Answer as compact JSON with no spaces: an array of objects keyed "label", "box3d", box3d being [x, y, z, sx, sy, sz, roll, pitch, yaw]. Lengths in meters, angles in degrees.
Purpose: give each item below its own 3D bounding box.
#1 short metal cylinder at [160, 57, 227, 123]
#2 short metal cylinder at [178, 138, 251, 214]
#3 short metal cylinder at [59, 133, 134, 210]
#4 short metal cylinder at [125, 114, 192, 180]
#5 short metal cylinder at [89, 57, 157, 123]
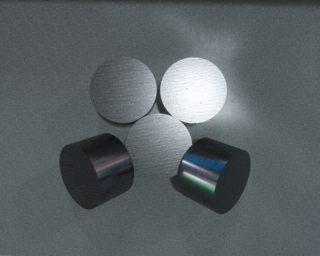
[{"label":"short metal cylinder","box3d":[0.040,-0.046,0.398,0.081,0.050,0.079,0,90,-1]},{"label":"short metal cylinder","box3d":[0.067,0.057,0.377,0.050,0.080,0.080,21,90,39]},{"label":"short metal cylinder","box3d":[-0.077,0.051,0.376,0.050,0.080,0.080,-20,91,-45]},{"label":"short metal cylinder","box3d":[-0.002,0.022,0.396,0.081,0.050,0.079,0,90,-1]},{"label":"short metal cylinder","box3d":[-0.044,-0.046,0.396,0.081,0.050,0.079,0,90,-1]}]
